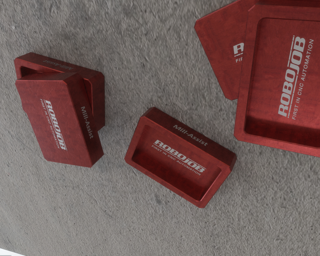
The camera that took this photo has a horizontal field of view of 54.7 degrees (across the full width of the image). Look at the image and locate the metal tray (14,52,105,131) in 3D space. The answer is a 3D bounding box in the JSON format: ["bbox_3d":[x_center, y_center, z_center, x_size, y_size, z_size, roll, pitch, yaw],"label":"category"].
[{"bbox_3d":[-0.144,-0.049,0.448,0.130,0.030,0.089,18,126,17],"label":"metal tray"}]

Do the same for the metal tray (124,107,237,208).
[{"bbox_3d":[0.024,0.041,0.416,0.130,0.030,0.089,31,128,8],"label":"metal tray"}]

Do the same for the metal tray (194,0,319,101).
[{"bbox_3d":[0.109,-0.087,0.292,0.130,0.030,0.090,-16,110,34],"label":"metal tray"}]

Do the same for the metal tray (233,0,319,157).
[{"bbox_3d":[0.119,-0.041,0.275,0.090,0.030,0.129,12,124,21],"label":"metal tray"}]

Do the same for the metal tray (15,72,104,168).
[{"bbox_3d":[-0.137,-0.010,0.430,0.090,0.030,0.129,4,121,26],"label":"metal tray"}]
